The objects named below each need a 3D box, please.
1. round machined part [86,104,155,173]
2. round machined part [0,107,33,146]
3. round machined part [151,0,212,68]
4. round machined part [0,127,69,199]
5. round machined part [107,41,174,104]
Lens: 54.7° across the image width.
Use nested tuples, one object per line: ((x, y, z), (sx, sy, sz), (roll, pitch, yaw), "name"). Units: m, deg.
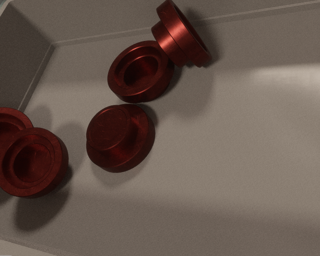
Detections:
((-0.060, 0.008, 0.420), (0.098, 0.042, 0.098), (-13, 56, 20), "round machined part")
((-0.248, 0.020, 0.491), (0.099, 0.042, 0.098), (4, 66, -9), "round machined part")
((0.025, -0.121, 0.420), (0.042, 0.098, 0.098), (-35, 51, 19), "round machined part")
((-0.177, 0.052, 0.441), (0.099, 0.042, 0.098), (-3, 69, 8), "round machined part")
((-0.024, -0.077, 0.453), (0.098, 0.042, 0.098), (-13, 56, 20), "round machined part")
